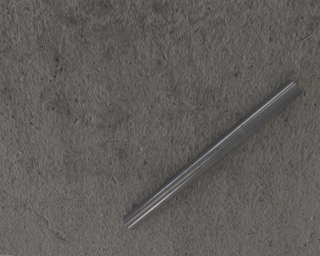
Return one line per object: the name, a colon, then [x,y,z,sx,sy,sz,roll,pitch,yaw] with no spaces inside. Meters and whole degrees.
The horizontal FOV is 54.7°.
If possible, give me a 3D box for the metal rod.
metal rod: [0.063,0.044,0.426,0.299,0.025,0.025,-42,105,13]
